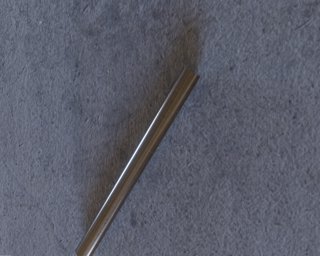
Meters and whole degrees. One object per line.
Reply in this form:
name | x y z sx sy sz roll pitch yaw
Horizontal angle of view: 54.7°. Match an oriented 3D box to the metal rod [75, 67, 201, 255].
metal rod | -0.035 0.054 0.420 0.025 0.025 0.299 34 101 16
